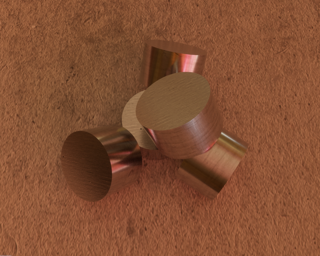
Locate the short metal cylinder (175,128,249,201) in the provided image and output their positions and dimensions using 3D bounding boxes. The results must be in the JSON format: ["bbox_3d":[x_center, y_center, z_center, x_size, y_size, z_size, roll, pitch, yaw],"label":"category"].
[{"bbox_3d":[0.061,0.038,0.366,0.050,0.080,0.080,33,73,11],"label":"short metal cylinder"}]

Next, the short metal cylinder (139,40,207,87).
[{"bbox_3d":[0.016,-0.081,0.403,0.080,0.080,0.050,13,114,4],"label":"short metal cylinder"}]

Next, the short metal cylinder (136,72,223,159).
[{"bbox_3d":[0.021,-0.014,0.330,0.080,0.050,0.080,-15,46,17],"label":"short metal cylinder"}]

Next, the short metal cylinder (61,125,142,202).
[{"bbox_3d":[-0.068,0.039,0.360,0.080,0.050,0.079,7,102,34],"label":"short metal cylinder"}]

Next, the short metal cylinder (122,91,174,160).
[{"bbox_3d":[-0.006,-0.003,0.397,0.081,0.050,0.080,0,70,-1],"label":"short metal cylinder"}]
